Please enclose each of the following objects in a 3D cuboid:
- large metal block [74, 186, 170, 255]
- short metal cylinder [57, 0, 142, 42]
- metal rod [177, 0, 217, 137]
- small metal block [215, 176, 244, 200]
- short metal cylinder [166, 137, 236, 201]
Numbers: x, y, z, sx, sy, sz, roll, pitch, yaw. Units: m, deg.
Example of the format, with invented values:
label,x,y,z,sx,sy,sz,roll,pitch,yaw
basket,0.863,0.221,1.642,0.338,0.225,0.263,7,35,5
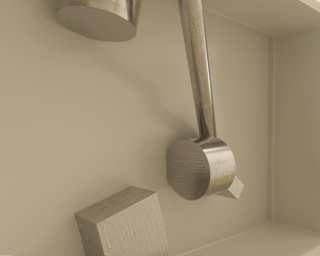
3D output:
label,x,y,z,sx,sy,sz,roll,pitch,yaw
large metal block,-0.041,0.123,0.358,0.081,0.050,0.079,-20,103,-39
short metal cylinder,-0.060,-0.129,0.321,0.081,0.080,0.050,14,82,-40
metal rod,0.047,-0.073,0.373,0.025,0.025,0.299,-48,142,-29
small metal block,0.090,0.081,0.469,0.050,0.050,0.025,45,63,-31
short metal cylinder,0.054,0.053,0.418,0.050,0.080,0.079,-4,93,-40
